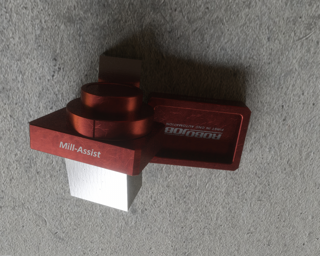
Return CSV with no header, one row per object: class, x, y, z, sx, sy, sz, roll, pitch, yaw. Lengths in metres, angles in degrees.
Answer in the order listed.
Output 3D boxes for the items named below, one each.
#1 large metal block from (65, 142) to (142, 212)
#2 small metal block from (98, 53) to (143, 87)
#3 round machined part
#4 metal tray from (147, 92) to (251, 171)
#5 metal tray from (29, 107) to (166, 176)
large metal block,-0.069,0.051,0.395,0.080,0.050,0.079,12,124,14
small metal block,-0.049,-0.064,0.387,0.050,0.025,0.050,6,110,-3
round machined part,-0.055,-0.024,0.351,0.099,0.098,0.042,6,110,-3
metal tray,0.045,0.005,0.411,0.131,0.030,0.089,6,110,-3
metal tray,-0.069,0.008,0.360,0.131,0.090,0.030,13,111,14
